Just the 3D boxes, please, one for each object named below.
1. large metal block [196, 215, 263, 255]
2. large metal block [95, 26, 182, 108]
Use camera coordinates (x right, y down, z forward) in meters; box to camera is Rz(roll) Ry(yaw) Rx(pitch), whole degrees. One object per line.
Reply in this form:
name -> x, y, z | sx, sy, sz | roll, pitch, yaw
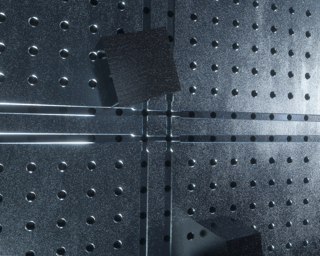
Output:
large metal block -> 0.092, 0.172, 0.417 | 0.050, 0.080, 0.080 | -6, 92, -20
large metal block -> -0.028, -0.074, 0.389 | 0.081, 0.050, 0.080 | -16, 96, -19
